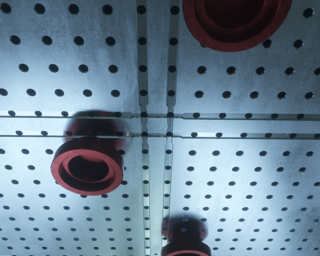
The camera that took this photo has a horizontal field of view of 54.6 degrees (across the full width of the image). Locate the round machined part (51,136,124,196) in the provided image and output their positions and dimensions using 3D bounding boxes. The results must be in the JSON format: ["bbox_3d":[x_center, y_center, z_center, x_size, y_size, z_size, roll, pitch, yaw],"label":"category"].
[{"bbox_3d":[-0.100,0.050,0.442,0.099,0.042,0.097,0,130,0],"label":"round machined part"}]

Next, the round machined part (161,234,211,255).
[{"bbox_3d":[0.051,0.244,0.608,0.099,0.042,0.097,0,130,0],"label":"round machined part"}]

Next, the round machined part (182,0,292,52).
[{"bbox_3d":[0.070,-0.126,0.294,0.099,0.042,0.097,0,130,0],"label":"round machined part"}]
